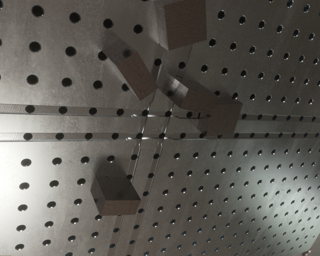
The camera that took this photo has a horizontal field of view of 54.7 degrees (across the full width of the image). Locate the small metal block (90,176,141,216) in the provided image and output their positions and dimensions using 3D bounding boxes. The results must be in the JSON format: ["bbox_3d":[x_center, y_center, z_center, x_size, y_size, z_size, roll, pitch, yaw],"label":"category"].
[{"bbox_3d":[-0.061,0.092,0.420,0.050,0.050,0.025,8,114,-32],"label":"small metal block"}]

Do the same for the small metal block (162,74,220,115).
[{"bbox_3d":[0.038,-0.042,0.392,0.050,0.050,0.025,10,113,-33],"label":"small metal block"}]

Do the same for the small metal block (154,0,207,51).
[{"bbox_3d":[0.024,-0.121,0.351,0.050,0.025,0.050,-20,127,-17],"label":"small metal block"}]

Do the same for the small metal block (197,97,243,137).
[{"bbox_3d":[0.086,-0.017,0.450,0.050,0.025,0.050,-5,121,-27],"label":"small metal block"}]

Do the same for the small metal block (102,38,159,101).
[{"bbox_3d":[-0.032,-0.064,0.339,0.025,0.050,0.050,-37,130,-4],"label":"small metal block"}]
